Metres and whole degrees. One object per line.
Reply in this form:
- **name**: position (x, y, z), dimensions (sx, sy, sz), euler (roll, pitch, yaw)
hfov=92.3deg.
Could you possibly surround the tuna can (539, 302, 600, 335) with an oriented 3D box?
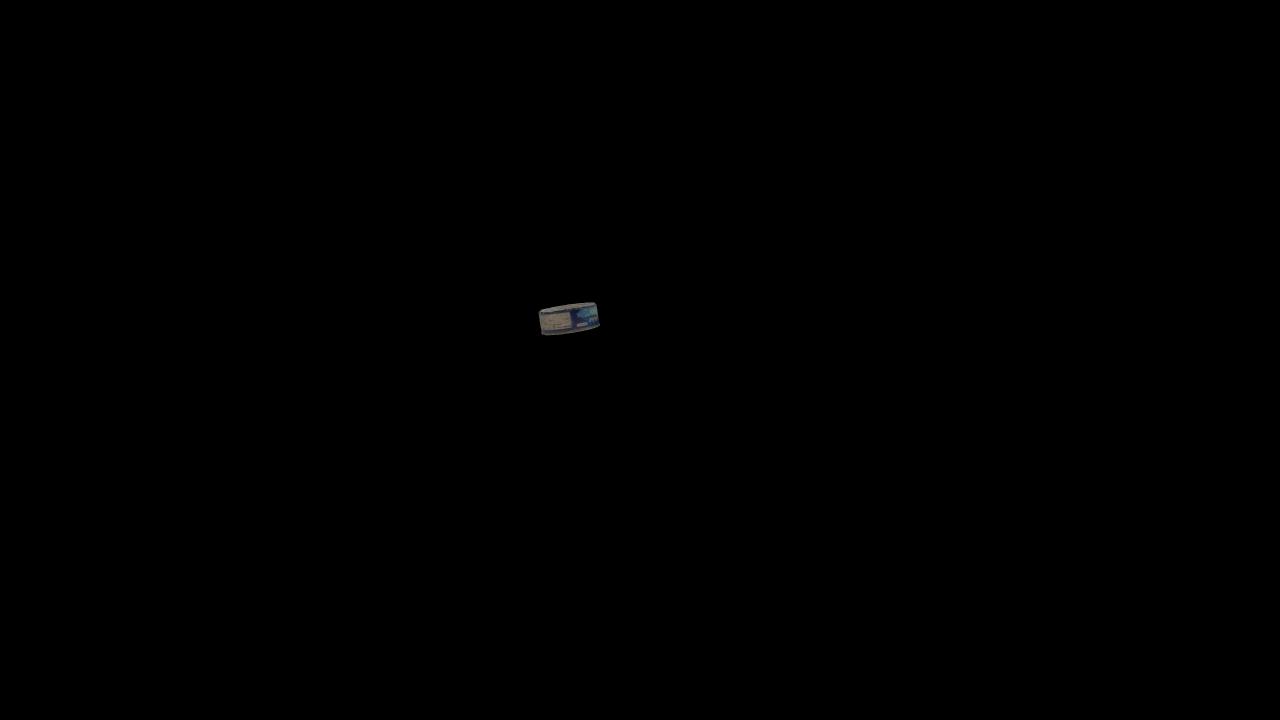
- **tuna can**: position (-0.100, -0.059, 0.868), dimensions (0.084, 0.034, 0.084), euler (-7, 10, 1)
